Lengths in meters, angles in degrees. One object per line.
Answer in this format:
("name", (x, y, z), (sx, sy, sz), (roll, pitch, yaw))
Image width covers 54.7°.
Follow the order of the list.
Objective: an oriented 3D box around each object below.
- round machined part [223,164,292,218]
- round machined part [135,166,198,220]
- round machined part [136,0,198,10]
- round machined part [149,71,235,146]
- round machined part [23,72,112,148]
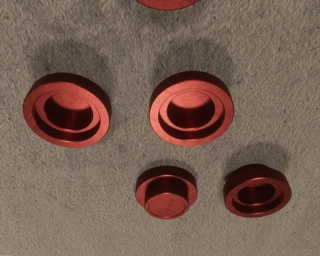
("round machined part", (0.146, 0.093, 0.478), (0.099, 0.042, 0.097), (-1, 130, 0))
("round machined part", (0.010, 0.108, 0.488), (0.099, 0.042, 0.097), (-1, 130, 0))
("round machined part", (0.006, -0.156, 0.263), (0.099, 0.042, 0.097), (-1, 130, 0))
("round machined part", (0.036, -0.027, 0.374), (0.099, 0.042, 0.097), (-1, 130, 0))
("round machined part", (-0.107, -0.025, 0.373), (0.099, 0.042, 0.097), (-1, 130, 0))
